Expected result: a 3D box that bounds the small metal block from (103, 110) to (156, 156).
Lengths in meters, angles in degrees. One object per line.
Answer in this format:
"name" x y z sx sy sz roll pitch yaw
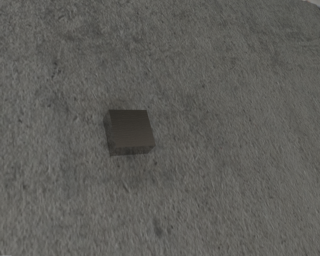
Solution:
"small metal block" -0.038 0.005 0.381 0.050 0.025 0.050 -1 62 -29
